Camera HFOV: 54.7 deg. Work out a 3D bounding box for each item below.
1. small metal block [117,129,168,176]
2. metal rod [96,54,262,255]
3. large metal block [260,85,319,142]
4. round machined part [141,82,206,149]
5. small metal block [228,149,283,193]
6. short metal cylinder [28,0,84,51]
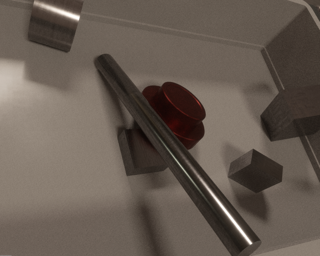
[{"bbox_3d":[-0.019,0.028,0.379,0.050,0.025,0.050,-3,63,-30],"label":"small metal block"},{"bbox_3d":[-0.004,0.002,0.329,0.025,0.025,0.300,-8,42,-32],"label":"metal rod"},{"bbox_3d":[0.220,-0.023,0.492,0.081,0.080,0.050,-9,65,-11],"label":"large metal block"},{"bbox_3d":[0.020,-0.022,0.400,0.098,0.042,0.098,29,31,-19],"label":"round machined part"},{"bbox_3d":[0.130,0.060,0.425,0.050,0.050,0.025,30,52,-10],"label":"small metal block"},{"bbox_3d":[-0.129,-0.142,0.389,0.050,0.080,0.080,14,56,-21],"label":"short metal cylinder"}]
